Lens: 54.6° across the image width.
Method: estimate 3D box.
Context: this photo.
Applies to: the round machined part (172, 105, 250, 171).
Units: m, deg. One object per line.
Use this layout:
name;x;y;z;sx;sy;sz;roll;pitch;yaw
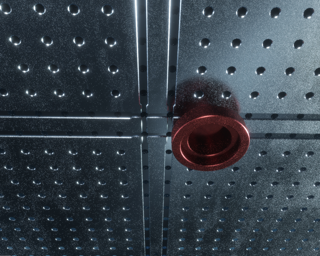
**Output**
round machined part;0.064;0.009;0.409;0.099;0.042;0.097;0;130;0
